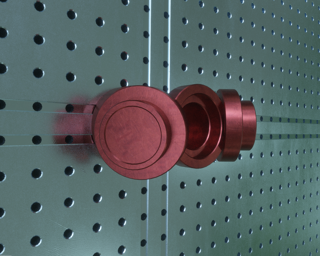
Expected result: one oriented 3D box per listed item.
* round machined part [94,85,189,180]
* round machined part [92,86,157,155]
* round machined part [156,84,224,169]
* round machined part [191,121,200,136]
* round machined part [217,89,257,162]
[{"bbox_3d":[-0.022,0.005,0.315,0.042,0.098,0.097,-21,107,-77],"label":"round machined part"},{"bbox_3d":[-0.029,-0.003,0.375,0.099,0.042,0.097,0,90,-40],"label":"round machined part"},{"bbox_3d":[0.033,-0.002,0.372,0.099,0.042,0.097,0,90,-40],"label":"round machined part"},{"bbox_3d":[0.047,-0.003,0.439,0.099,0.042,0.097,0,90,-40],"label":"round machined part"},{"bbox_3d":[0.100,-0.004,0.417,0.042,0.098,0.097,0,90,0],"label":"round machined part"}]
